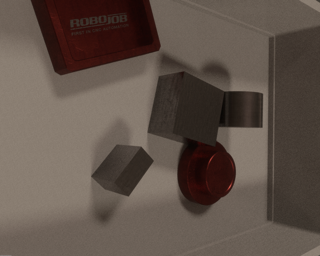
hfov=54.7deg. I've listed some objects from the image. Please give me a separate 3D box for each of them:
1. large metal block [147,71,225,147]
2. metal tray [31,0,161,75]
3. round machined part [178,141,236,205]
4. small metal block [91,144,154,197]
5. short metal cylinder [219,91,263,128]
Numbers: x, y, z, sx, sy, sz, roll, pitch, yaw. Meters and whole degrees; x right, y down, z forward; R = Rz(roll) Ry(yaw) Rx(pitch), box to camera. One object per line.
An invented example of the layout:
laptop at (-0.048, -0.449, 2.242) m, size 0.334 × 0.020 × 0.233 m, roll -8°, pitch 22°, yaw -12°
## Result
large metal block at (0.037, -0.023, 0.423) m, size 0.080 × 0.050 × 0.080 m, roll 18°, pitch 79°, yaw -38°
metal tray at (-0.065, -0.118, 0.349) m, size 0.131 × 0.030 × 0.089 m, roll -25°, pitch 106°, yaw -37°
round machined part at (0.076, 0.067, 0.462) m, size 0.099 × 0.042 × 0.097 m, roll 0°, pitch 90°, yaw -40°
small metal block at (-0.043, 0.047, 0.356) m, size 0.025 × 0.050 × 0.050 m, roll 52°, pitch 60°, yaw -28°
short metal cylinder at (0.114, -0.026, 0.469) m, size 0.081 × 0.080 × 0.050 m, roll 2°, pitch 89°, yaw -40°
